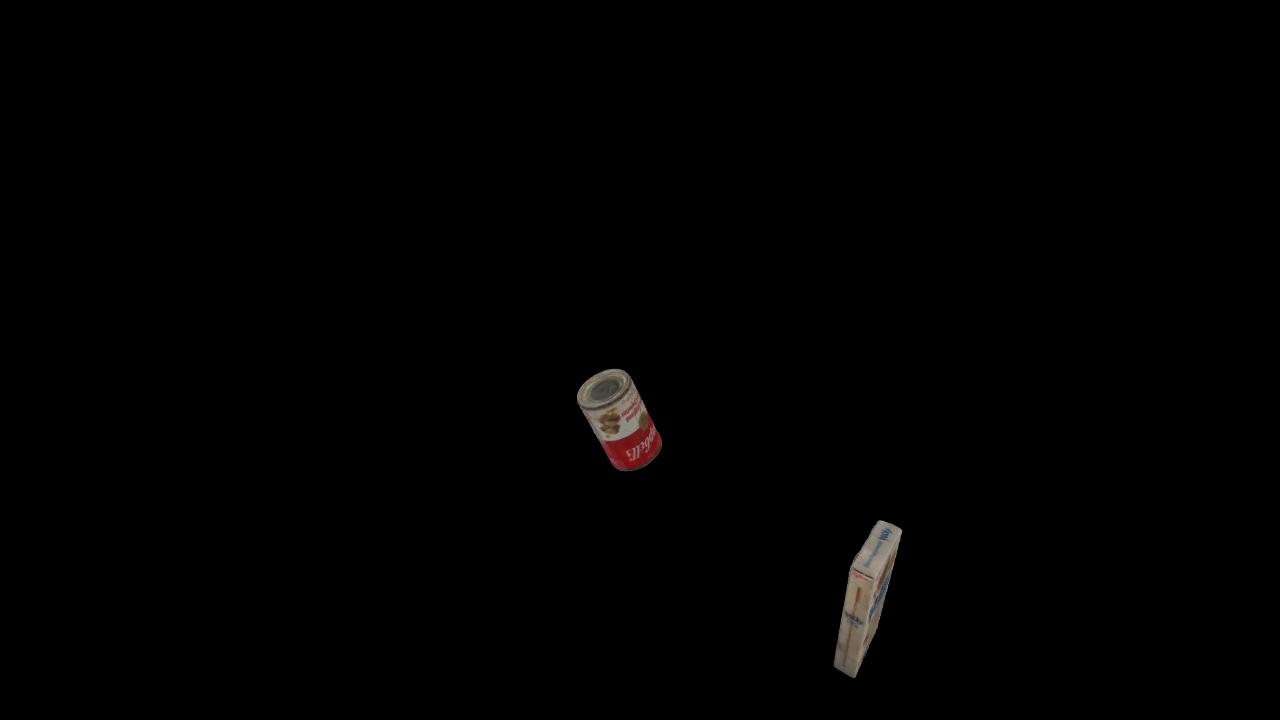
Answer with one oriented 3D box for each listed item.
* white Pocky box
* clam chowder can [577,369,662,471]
[{"bbox_3d":[0.239,0.252,0.650,0.028,0.154,0.084,19,35,33],"label":"white Pocky box"},{"bbox_3d":[-0.023,0.069,0.708,0.068,0.102,0.068,-18,32,12],"label":"clam chowder can"}]
